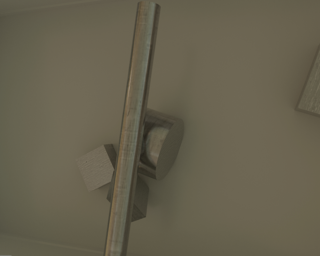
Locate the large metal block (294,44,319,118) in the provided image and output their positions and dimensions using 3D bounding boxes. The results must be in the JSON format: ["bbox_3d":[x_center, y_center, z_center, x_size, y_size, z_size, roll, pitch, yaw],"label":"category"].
[{"bbox_3d":[0.199,-0.046,0.327,0.080,0.050,0.080,20,97,18],"label":"large metal block"}]

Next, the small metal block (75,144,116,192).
[{"bbox_3d":[-0.084,0.056,0.439,0.050,0.025,0.050,-28,81,17],"label":"small metal block"}]

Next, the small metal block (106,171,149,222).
[{"bbox_3d":[-0.040,0.084,0.400,0.025,0.050,0.050,-24,119,18],"label":"small metal block"}]

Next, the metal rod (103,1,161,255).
[{"bbox_3d":[-0.032,0.017,0.335,0.025,0.025,0.298,9,93,19],"label":"metal rod"}]

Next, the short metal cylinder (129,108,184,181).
[{"bbox_3d":[-0.009,0.019,0.384,0.050,0.080,0.080,20,97,18],"label":"short metal cylinder"}]
